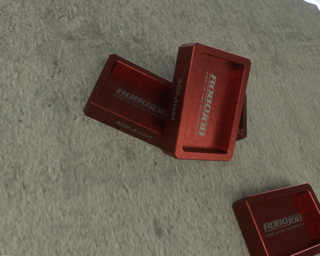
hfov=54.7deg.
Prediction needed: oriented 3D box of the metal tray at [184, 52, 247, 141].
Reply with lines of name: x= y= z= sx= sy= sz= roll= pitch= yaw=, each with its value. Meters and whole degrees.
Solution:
metal tray: x=0.076 y=-0.047 z=0.443 sx=0.130 sy=0.030 sz=0.090 roll=36 pitch=48 yaw=-32

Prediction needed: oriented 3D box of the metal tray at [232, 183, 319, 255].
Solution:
metal tray: x=0.169 y=0.129 z=0.415 sx=0.131 sy=0.030 sz=0.090 roll=-4 pitch=64 yaw=-30

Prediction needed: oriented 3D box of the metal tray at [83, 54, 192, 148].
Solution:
metal tray: x=-0.022 y=-0.033 z=0.409 sx=0.131 sy=0.030 sz=0.090 roll=25 pitch=53 yaw=-13

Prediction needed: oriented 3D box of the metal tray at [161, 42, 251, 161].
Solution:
metal tray: x=0.056 y=-0.027 z=0.372 sx=0.091 sy=0.030 sz=0.129 roll=7 pitch=96 yaw=-33
